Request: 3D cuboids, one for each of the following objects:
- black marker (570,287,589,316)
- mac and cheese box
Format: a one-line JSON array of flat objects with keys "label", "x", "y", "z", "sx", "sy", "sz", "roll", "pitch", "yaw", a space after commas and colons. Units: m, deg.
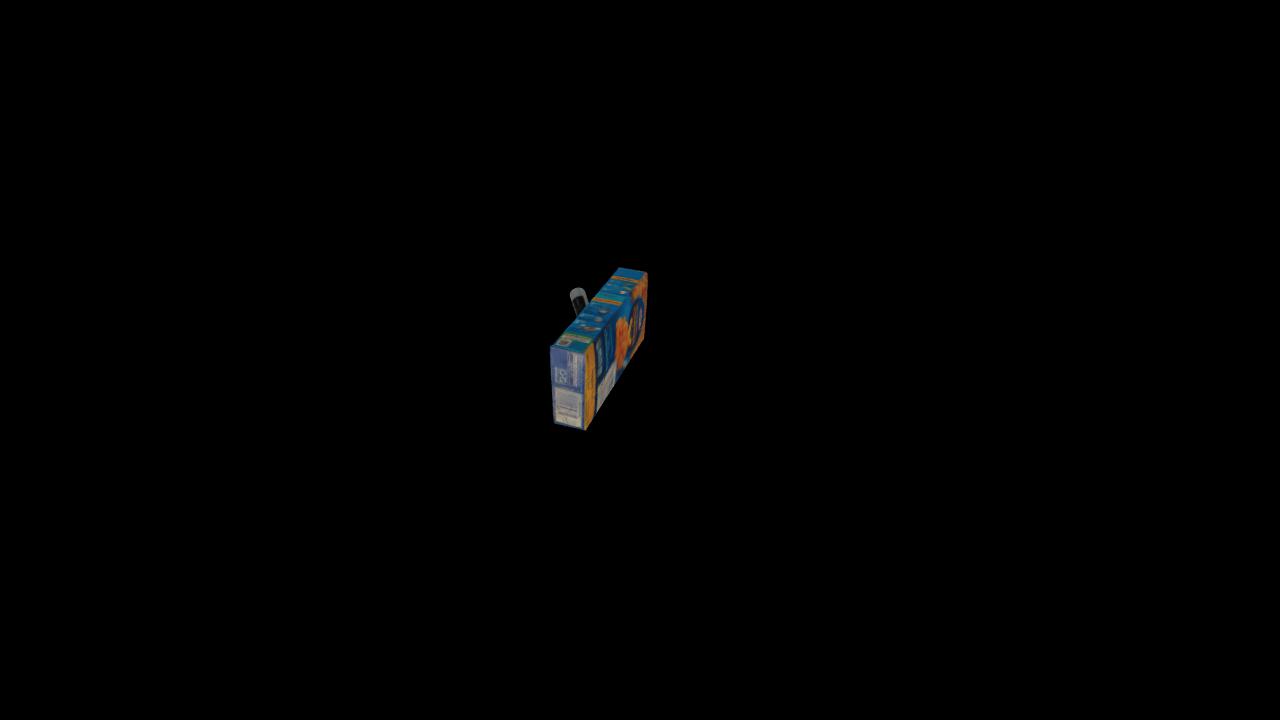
[{"label": "black marker", "x": -0.056, "y": -0.035, "z": 0.675, "sx": 0.020, "sy": 0.121, "sz": 0.020, "roll": -12, "pitch": -42, "yaw": -11}, {"label": "mac and cheese box", "x": -0.038, "y": -0.018, "z": 0.643, "sx": 0.041, "sy": 0.093, "sz": 0.184, "roll": 11, "pitch": 35, "yaw": 15}]
